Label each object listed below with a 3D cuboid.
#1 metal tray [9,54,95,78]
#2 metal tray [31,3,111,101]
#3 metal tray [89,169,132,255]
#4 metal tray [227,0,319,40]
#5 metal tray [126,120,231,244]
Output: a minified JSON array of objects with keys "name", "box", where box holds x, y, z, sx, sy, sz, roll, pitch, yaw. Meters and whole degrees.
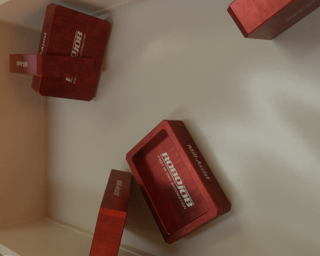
[{"name":"metal tray","box":[-0.174,-0.100,0.495,0.130,0.091,0.030,15,105,47]},{"name":"metal tray","box":[-0.135,-0.111,0.474,0.030,0.091,0.129,30,108,44]},{"name":"metal tray","box":[-0.063,0.118,0.401,0.030,0.130,0.089,13,101,-6]},{"name":"metal tray","box":[0.129,-0.125,0.254,0.130,0.091,0.030,-34,82,34]},{"name":"metal tray","box":[0.017,0.065,0.389,0.090,0.030,0.130,-43,64,31]}]
